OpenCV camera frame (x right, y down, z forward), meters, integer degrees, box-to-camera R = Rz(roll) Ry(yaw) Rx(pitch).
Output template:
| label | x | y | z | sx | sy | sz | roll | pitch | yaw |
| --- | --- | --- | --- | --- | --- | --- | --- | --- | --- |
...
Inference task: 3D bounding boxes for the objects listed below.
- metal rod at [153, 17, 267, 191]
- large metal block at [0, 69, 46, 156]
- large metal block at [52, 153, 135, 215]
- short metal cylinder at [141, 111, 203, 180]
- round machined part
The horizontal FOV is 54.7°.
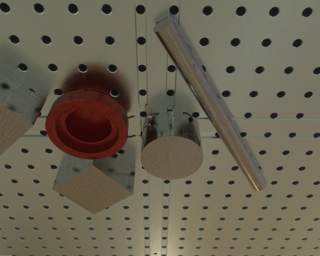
| label | x | y | z | sx | sy | sz | roll | pitch | yaw |
| --- | --- | --- | --- | --- | --- | --- | --- | --- | --- |
| metal rod | 0.080 | -0.009 | 0.404 | 0.025 | 0.025 | 0.300 | -24 | 126 | 19 |
| large metal block | -0.203 | -0.021 | 0.375 | 0.080 | 0.050 | 0.080 | -35 | 122 | 26 |
| large metal block | -0.095 | 0.074 | 0.457 | 0.080 | 0.050 | 0.080 | -31 | 124 | 23 |
| short metal cylinder | 0.015 | 0.024 | 0.416 | 0.081 | 0.050 | 0.079 | 0 | 130 | 0 |
| round machined part | -0.089 | -0.008 | 0.392 | 0.099 | 0.042 | 0.097 | -1 | 131 | -1 |
